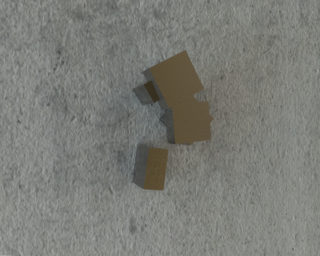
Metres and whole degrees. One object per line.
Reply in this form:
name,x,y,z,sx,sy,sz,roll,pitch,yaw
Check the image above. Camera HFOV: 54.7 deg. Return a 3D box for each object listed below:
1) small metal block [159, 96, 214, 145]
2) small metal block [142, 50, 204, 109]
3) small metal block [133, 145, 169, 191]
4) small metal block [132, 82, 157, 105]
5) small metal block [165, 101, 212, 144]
small metal block,0.036,-0.012,0.424,0.050,0.025,0.050,46,75,-15
small metal block,0.016,-0.056,0.363,0.050,0.025,0.050,-30,100,-18
small metal block,-0.013,0.049,0.392,0.025,0.050,0.050,8,87,-20
small metal block,-0.002,-0.054,0.396,0.050,0.050,0.025,-34,102,-17
small metal block,0.036,-0.007,0.397,0.050,0.025,0.050,-6,92,-20
